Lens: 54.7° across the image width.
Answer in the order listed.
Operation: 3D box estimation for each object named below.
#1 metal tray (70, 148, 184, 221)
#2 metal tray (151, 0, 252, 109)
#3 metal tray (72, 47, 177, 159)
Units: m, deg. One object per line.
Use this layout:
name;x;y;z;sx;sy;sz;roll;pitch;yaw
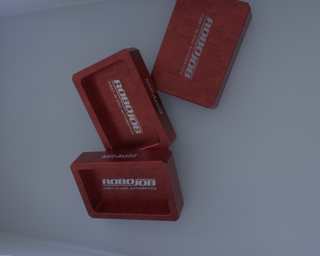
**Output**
metal tray;-0.042;0.075;0.402;0.130;0.030;0.089;-4;115;20
metal tray;0.049;-0.098;0.390;0.090;0.030;0.129;22;97;18
metal tray;-0.046;-0.026;0.399;0.090;0.030;0.129;-20;100;26
